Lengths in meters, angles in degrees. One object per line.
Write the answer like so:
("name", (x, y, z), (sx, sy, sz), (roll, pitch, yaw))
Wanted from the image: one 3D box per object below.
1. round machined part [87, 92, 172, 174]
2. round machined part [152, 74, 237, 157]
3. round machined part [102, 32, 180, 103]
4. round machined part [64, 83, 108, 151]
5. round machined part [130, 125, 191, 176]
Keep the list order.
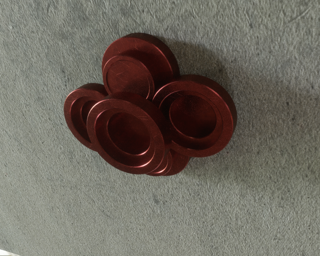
("round machined part", (-0.031, 0.002, 0.359), (0.098, 0.042, 0.097), (13, 124, 20))
("round machined part", (0.042, -0.017, 0.364), (0.098, 0.042, 0.097), (13, 124, 20))
("round machined part", (-0.029, -0.061, 0.373), (0.098, 0.042, 0.097), (13, 124, 20))
("round machined part", (-0.079, -0.017, 0.427), (0.098, 0.042, 0.097), (13, 124, 20))
("round machined part", (-0.007, 0.026, 0.415), (0.098, 0.042, 0.097), (13, 124, 20))
